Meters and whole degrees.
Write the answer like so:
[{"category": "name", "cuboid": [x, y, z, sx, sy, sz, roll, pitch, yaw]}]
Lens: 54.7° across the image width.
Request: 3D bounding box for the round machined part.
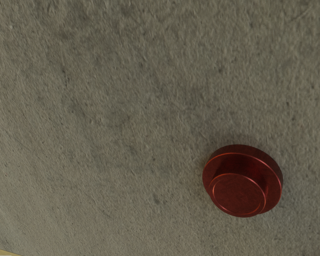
[{"category": "round machined part", "cuboid": [0.100, 0.073, 0.388, 0.098, 0.042, 0.097, 13, 124, 20]}]
